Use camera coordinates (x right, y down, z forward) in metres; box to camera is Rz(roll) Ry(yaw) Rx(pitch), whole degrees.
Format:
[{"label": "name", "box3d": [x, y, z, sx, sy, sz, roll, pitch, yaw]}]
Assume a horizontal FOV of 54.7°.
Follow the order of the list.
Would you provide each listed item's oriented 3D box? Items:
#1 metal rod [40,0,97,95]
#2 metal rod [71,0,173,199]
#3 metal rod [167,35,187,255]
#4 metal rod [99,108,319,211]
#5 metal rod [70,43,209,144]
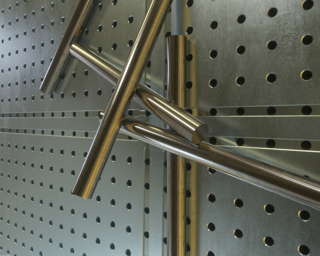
[{"label": "metal rod", "box3d": [-0.136, -0.181, 0.518, 0.025, 0.025, 0.298, 49, 119, 28]}, {"label": "metal rod", "box3d": [-0.038, -0.059, 0.381, 0.025, 0.025, 0.299, 18, 83, 38]}, {"label": "metal rod", "box3d": [0.021, 0.036, 0.390, 0.025, 0.025, 0.298, 0, 90, 39]}, {"label": "metal rod", "box3d": [0.050, 0.028, 0.342, 0.300, 0.025, 0.025, 19, 103, 30]}, {"label": "metal rod", "box3d": [-0.049, -0.062, 0.425, 0.300, 0.025, 0.025, 37, 113, 40]}]
